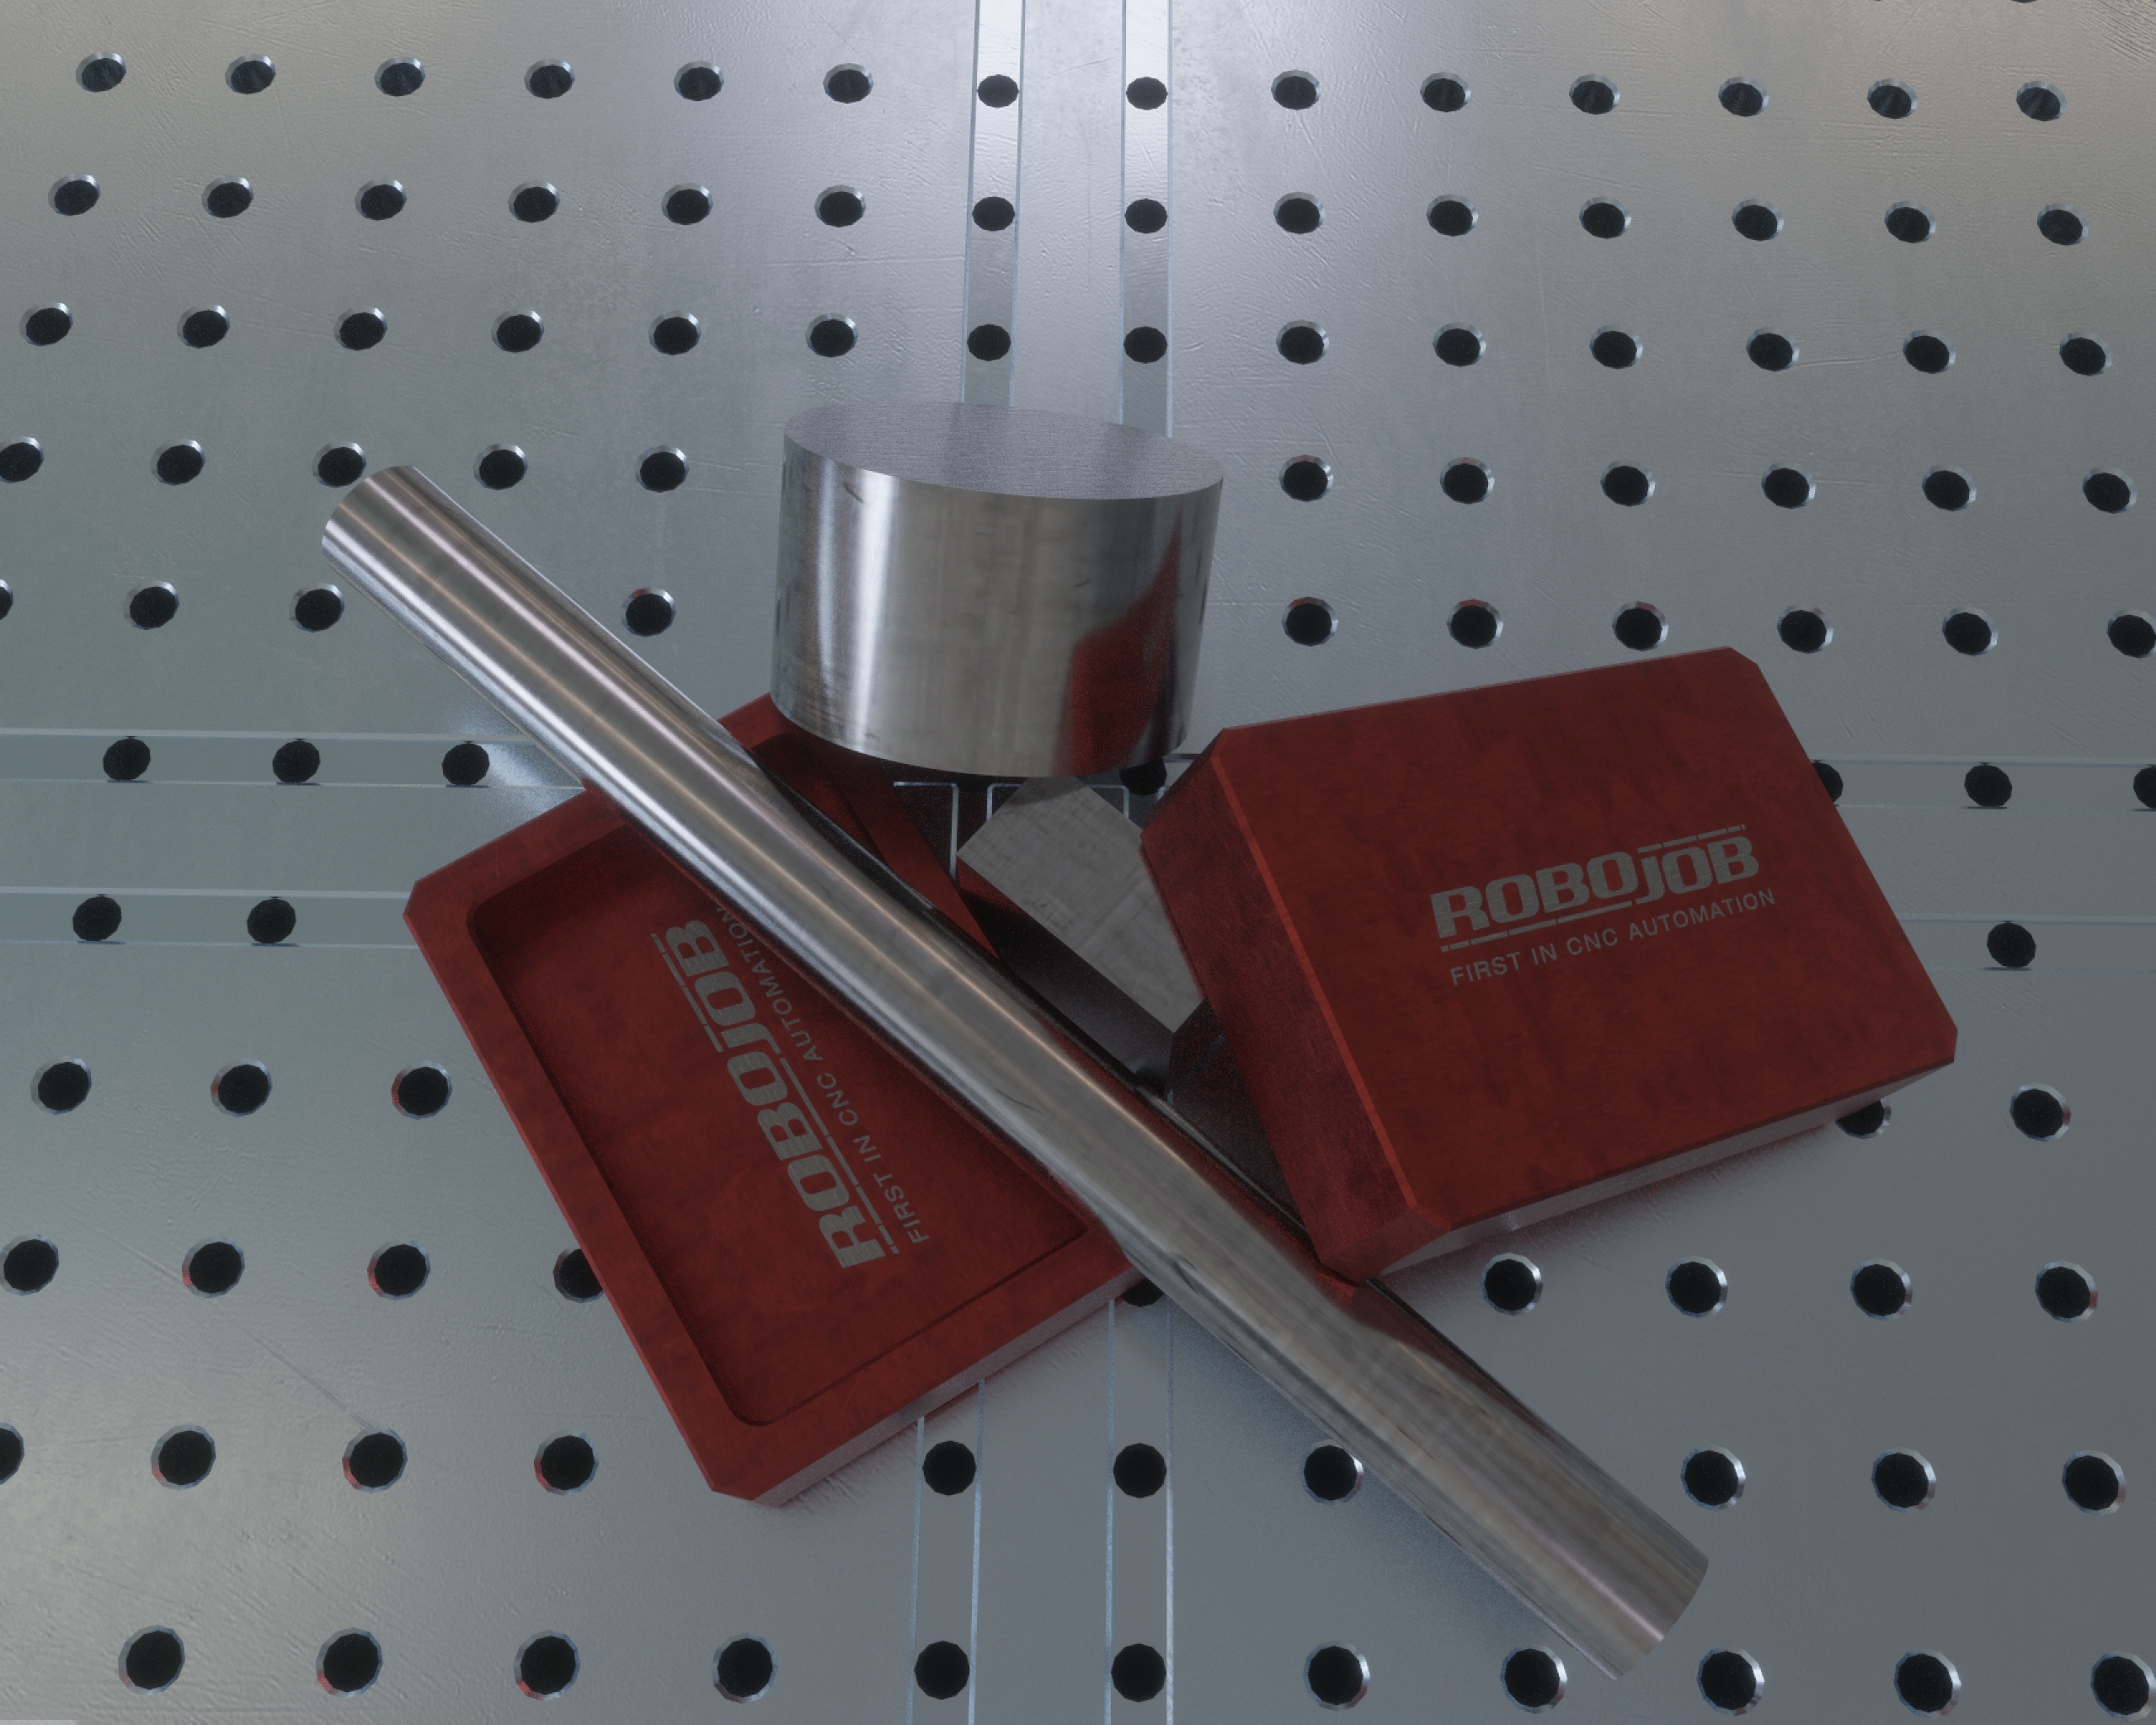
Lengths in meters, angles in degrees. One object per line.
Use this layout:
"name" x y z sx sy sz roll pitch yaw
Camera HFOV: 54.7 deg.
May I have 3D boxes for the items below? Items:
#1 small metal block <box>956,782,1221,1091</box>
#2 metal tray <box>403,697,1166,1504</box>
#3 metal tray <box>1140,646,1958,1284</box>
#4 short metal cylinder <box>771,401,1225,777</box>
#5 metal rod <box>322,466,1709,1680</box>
"small metal block" 0.006 0.013 0.389 0.050 0.050 0.025 39 75 13
"metal tray" -0.055 0.040 0.389 0.090 0.030 0.130 -30 73 -11
"metal tray" 0.086 0.013 0.374 0.131 0.030 0.090 -11 68 -30
"short metal cylinder" -0.016 -0.054 0.391 0.080 0.080 0.050 8 112 3
"metal rod" -0.021 0.028 0.366 0.300 0.025 0.025 39 75 12
